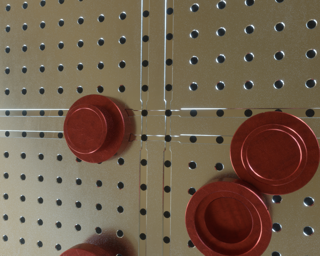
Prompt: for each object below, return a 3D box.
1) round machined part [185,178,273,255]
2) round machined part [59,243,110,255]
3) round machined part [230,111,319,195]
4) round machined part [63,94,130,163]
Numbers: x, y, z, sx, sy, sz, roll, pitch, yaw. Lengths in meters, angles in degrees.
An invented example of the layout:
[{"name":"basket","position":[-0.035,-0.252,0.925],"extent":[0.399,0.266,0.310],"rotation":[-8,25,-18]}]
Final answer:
[{"name":"round machined part","position":[0.083,0.108,0.372],"extent":[0.098,0.042,0.097],"rotation":[1,94,21]},{"name":"round machined part","position":[-0.100,0.211,0.437],"extent":[0.098,0.042,0.097],"rotation":[0,90,19]},{"name":"round machined part","position":[0.131,0.029,0.357],"extent":[0.098,0.042,0.097],"rotation":[0,90,19]},{"name":"round machined part","position":[-0.095,0.001,0.436],"extent":[0.098,0.042,0.097],"rotation":[0,90,19]}]
